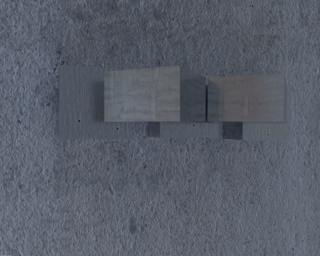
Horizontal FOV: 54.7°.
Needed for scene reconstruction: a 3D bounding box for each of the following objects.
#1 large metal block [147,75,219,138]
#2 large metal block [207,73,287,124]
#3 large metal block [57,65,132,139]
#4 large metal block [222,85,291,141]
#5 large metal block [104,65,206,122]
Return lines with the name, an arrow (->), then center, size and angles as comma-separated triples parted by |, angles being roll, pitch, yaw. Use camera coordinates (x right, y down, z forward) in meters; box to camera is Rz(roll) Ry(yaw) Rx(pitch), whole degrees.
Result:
large metal block -> 0.030, -0.028, 0.409 | 0.081, 0.050, 0.079 | 1, 90, -21
large metal block -> 0.107, -0.031, 0.371 | 0.080, 0.080, 0.050 | 1, 89, 24
large metal block -> -0.079, -0.028, 0.369 | 0.081, 0.050, 0.079 | 0, 90, -21
large metal block -> 0.140, -0.023, 0.451 | 0.081, 0.050, 0.079 | 2, 90, -21
large metal block -> -0.002, -0.032, 0.328 | 0.080, 0.080, 0.050 | -2, 92, -66
